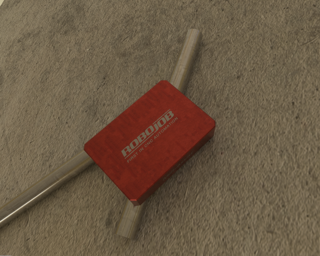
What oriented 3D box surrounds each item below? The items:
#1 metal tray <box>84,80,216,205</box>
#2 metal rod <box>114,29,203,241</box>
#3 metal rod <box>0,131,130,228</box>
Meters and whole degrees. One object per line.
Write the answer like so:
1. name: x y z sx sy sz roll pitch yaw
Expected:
1. metal tray: -0.010 0.014 0.366 0.130 0.030 0.090 -42 69 -14
2. metal rod: 0.006 -0.008 0.405 0.025 0.025 0.300 5 64 30
3. metal rod: -0.170 0.088 0.439 0.300 0.025 0.025 -35 51 5
